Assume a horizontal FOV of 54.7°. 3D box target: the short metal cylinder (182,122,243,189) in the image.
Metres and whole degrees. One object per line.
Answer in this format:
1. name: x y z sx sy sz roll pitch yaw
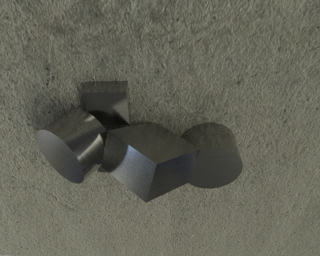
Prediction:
1. short metal cylinder: 0.068 0.038 0.426 0.081 0.050 0.079 0 130 0

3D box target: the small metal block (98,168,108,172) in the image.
1. small metal block: -0.062 0.037 0.439 0.050 0.025 0.050 2 130 -3

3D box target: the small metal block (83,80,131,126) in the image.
1. small metal block: -0.063 -0.030 0.382 0.050 0.025 0.050 -1 130 0

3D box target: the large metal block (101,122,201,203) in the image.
1. large metal block: -0.012 0.036 0.379 0.081 0.080 0.050 -13 125 -48

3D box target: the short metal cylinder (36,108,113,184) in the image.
1. short metal cylinder: -0.105 0.022 0.386 0.080 0.050 0.079 25 137 26
